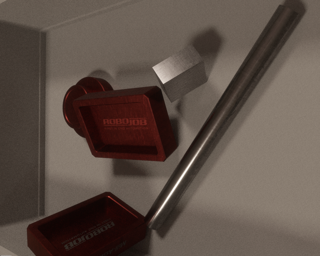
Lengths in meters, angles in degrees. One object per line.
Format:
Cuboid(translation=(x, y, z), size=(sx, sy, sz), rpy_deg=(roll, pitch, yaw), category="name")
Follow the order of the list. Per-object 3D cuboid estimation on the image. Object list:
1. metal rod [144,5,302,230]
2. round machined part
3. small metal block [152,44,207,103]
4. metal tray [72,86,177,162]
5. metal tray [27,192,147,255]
Cuboid(translation=(0.058, 0.006, 0.357), size=(0.025, 0.025, 0.298), rpy_deg=(44, 116, 31), category="metal rod")
Cuboid(translation=(-0.117, -0.033, 0.489), size=(0.098, 0.042, 0.097), rpy_deg=(0, 90, 39), category="round machined part")
Cuboid(translation=(0.024, -0.061, 0.356), size=(0.050, 0.050, 0.025), rpy_deg=(-31, 67, 0), category="small metal block")
Cuboid(translation=(-0.049, -0.004, 0.411), size=(0.130, 0.030, 0.089), rpy_deg=(-1, 116, 35), category="metal tray")
Cuboid(translation=(-0.093, 0.138, 0.410), size=(0.090, 0.131, 0.030), rpy_deg=(25, 117, 37), category="metal tray")
